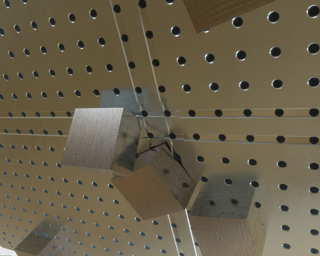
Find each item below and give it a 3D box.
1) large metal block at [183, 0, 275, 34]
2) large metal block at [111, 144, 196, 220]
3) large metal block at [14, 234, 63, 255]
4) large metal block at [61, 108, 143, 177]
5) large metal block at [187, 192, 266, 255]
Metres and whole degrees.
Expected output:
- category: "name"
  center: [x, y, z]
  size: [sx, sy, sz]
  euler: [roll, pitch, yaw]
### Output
- category: "large metal block"
  center: [0.060, -0.142, 0.276]
  size: [0.080, 0.050, 0.080]
  euler: [-14, 111, 34]
- category: "large metal block"
  center: [-0.009, 0.080, 0.447]
  size: [0.080, 0.050, 0.080]
  euler: [-26, 107, 37]
- category: "large metal block"
  center: [-0.283, 0.303, 0.733]
  size: [0.080, 0.050, 0.080]
  euler: [-2, 118, 29]
- category: "large metal block"
  center: [-0.077, 0.019, 0.421]
  size: [0.080, 0.080, 0.050]
  euler: [1, 162, 28]
- category: "large metal block"
  center: [0.094, 0.137, 0.430]
  size: [0.080, 0.050, 0.080]
  euler: [-6, 116, 31]
